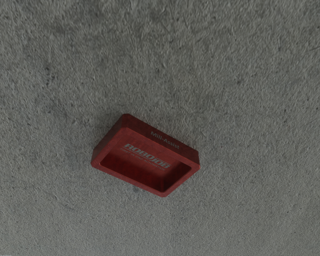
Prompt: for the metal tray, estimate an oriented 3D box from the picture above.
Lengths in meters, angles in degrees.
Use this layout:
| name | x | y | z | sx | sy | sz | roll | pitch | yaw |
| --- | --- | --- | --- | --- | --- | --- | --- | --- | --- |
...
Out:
| name | x | y | z | sx | sy | sz | roll | pitch | yaw |
| --- | --- | --- | --- | --- | --- | --- | --- | --- | --- |
| metal tray | -0.020 | 0.044 | 0.443 | 0.131 | 0.030 | 0.090 | 29 | 124 | -23 |
